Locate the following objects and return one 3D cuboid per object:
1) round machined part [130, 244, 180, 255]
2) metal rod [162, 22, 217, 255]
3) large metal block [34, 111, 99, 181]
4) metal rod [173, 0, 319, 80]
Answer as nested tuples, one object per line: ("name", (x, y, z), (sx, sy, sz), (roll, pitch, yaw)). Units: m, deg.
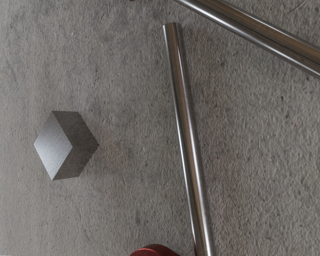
("round machined part", (0.003, 0.195, 0.390), (0.098, 0.042, 0.097), (0, 90, 39))
("metal rod", (0.035, 0.019, 0.374), (0.025, 0.025, 0.298), (-13, 82, 39))
("large metal block", (-0.157, 0.028, 0.516), (0.080, 0.050, 0.080), (52, 120, 27))
("metal rod", (0.051, -0.135, 0.340), (0.300, 0.025, 0.025), (39, 114, 25))
